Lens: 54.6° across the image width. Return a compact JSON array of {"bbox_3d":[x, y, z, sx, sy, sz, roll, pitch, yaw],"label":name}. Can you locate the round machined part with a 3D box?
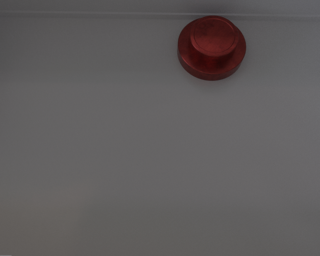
[{"bbox_3d":[0.075,-0.121,0.445,0.099,0.042,0.098,0,70,0],"label":"round machined part"}]
